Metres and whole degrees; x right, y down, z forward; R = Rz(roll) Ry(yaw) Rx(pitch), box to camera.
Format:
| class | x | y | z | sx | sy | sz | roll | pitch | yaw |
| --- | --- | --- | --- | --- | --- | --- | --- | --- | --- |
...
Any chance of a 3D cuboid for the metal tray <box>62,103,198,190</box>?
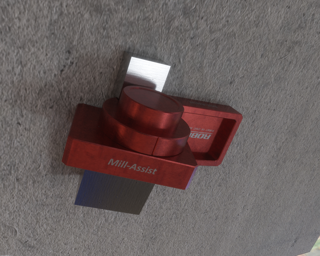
| class | x | y | z | sx | sy | sz | roll | pitch | yaw |
| --- | --- | --- | --- | --- | --- | --- | --- | --- | --- |
| metal tray | -0.032 | 0.018 | 0.339 | 0.131 | 0.090 | 0.030 | 14 | 113 | -15 |

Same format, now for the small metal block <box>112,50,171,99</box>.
| class | x | y | z | sx | sy | sz | roll | pitch | yaw |
| --- | --- | --- | --- | --- | --- | --- | --- | --- | --- |
| small metal block | -0.022 | -0.058 | 0.362 | 0.050 | 0.025 | 0.050 | 7 | 115 | -32 |

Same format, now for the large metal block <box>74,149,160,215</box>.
| class | x | y | z | sx | sy | sz | roll | pitch | yaw |
| --- | --- | --- | --- | --- | --- | --- | --- | --- | --- |
| large metal block | -0.052 | 0.055 | 0.375 | 0.081 | 0.050 | 0.079 | 14 | 125 | -15 |

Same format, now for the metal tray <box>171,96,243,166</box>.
| class | x | y | z | sx | sy | sz | roll | pitch | yaw |
| --- | --- | --- | --- | --- | --- | --- | --- | --- | --- |
| metal tray | 0.045 | 0.007 | 0.436 | 0.131 | 0.030 | 0.089 | 6 | 115 | -32 |

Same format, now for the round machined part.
| class | x | y | z | sx | sy | sz | roll | pitch | yaw |
| --- | --- | --- | --- | --- | --- | --- | --- | --- | --- |
| round machined part | -0.013 | -0.013 | 0.333 | 0.099 | 0.098 | 0.042 | 6 | 115 | -32 |
